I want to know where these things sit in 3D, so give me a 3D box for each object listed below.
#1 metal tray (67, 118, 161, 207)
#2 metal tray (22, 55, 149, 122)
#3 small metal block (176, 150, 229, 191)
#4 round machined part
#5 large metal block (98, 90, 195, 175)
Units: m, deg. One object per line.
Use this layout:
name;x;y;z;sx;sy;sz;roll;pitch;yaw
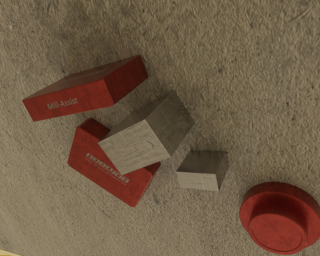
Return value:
metal tray;-0.074;0.054;0.474;0.130;0.030;0.089;32;128;7
metal tray;-0.091;-0.049;0.380;0.130;0.090;0.030;-8;114;31
small metal block;0.055;0.052;0.393;0.050;0.050;0.025;0;118;28
round machined part;0.150;0.120;0.391;0.098;0.042;0.097;13;124;20
large metal block;-0.015;0.005;0.381;0.080;0.080;0.050;-25;105;36
